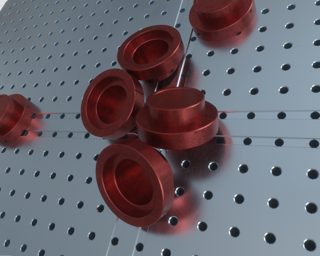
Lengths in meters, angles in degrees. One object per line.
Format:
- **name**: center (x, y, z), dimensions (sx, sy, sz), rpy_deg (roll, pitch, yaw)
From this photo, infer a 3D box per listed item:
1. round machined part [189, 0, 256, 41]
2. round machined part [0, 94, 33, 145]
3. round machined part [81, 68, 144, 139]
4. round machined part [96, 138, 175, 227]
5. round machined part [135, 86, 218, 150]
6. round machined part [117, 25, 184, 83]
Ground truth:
- **round machined part**: center (0.089, -0.182, 0.463), dimensions (0.098, 0.042, 0.098), rpy_deg (-13, 56, 21)
- **round machined part**: center (-0.283, -0.022, 0.562), dimensions (0.098, 0.042, 0.098), rpy_deg (-13, 56, 21)
- **round machined part**: center (-0.062, -0.031, 0.440), dimensions (0.098, 0.042, 0.098), rpy_deg (-10, 71, 31)
- **round machined part**: center (-0.024, 0.058, 0.353), dimensions (0.098, 0.042, 0.097), rpy_deg (13, 113, 33)
- **round machined part**: center (0.020, -0.018, 0.369), dimensions (0.098, 0.042, 0.098), rpy_deg (-5, 28, 3)
- **round machined part**: center (-0.011, -0.106, 0.463), dimensions (0.098, 0.042, 0.098), rpy_deg (-12, 50, 15)
